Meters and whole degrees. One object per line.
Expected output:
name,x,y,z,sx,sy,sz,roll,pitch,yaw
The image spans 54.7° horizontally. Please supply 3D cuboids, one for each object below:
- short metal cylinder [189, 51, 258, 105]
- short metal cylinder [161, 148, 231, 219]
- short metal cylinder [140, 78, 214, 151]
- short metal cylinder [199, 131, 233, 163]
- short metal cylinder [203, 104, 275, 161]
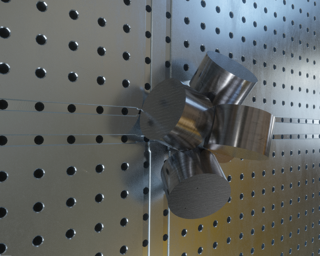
short metal cylinder,0.089,-0.066,0.438,0.081,0.080,0.050,3,128,-40
short metal cylinder,0.045,0.072,0.403,0.081,0.050,0.079,-6,125,-8
short metal cylinder,0.020,-0.016,0.389,0.050,0.080,0.080,24,75,-38
short metal cylinder,0.074,0.010,0.453,0.081,0.050,0.080,1,88,-39
short metal cylinder,0.099,0.007,0.390,0.080,0.080,0.050,22,76,-38
